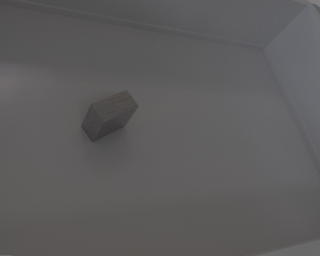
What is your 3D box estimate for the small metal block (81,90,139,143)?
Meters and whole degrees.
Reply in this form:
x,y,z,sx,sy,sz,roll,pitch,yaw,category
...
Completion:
x,y,z,sx,sy,sz,roll,pitch,yaw,category
-0.060,-0.014,0.366,0.050,0.050,0.025,-29,78,-37,small metal block
